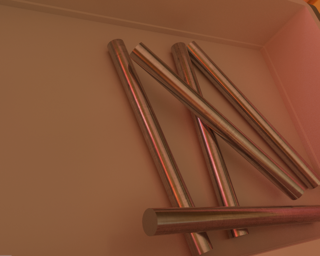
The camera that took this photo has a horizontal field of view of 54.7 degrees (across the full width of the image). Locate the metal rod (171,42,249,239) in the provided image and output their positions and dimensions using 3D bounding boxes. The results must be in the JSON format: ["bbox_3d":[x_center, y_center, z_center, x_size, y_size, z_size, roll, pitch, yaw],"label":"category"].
[{"bbox_3d":[0.063,0.001,0.441,0.025,0.025,0.299,0,62,-29],"label":"metal rod"}]

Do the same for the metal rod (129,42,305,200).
[{"bbox_3d":[0.081,-0.005,0.421,0.300,0.025,0.025,41,51,-6],"label":"metal rod"}]

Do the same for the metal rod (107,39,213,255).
[{"bbox_3d":[-0.008,0.010,0.396,0.025,0.025,0.299,-10,67,-33],"label":"metal rod"}]

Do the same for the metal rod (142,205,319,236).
[{"bbox_3d":[0.112,0.106,0.371,0.302,0.025,0.025,9,57,-35],"label":"metal rod"}]

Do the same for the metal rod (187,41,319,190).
[{"bbox_3d":[0.146,-0.024,0.501,0.300,0.025,0.025,49,51,6],"label":"metal rod"}]
